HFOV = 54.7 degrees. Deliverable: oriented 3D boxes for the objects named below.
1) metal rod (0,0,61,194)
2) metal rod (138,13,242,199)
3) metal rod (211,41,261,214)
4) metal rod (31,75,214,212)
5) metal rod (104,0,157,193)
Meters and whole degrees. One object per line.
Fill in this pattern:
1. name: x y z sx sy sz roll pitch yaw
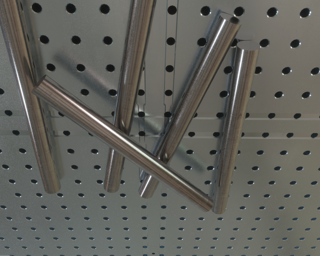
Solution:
1. metal rod: -0.159 -0.019 0.392 0.025 0.025 0.298 3 130 -3
2. metal rod: 0.025 -0.004 0.408 0.025 0.025 0.298 14 129 -12
3. metal rod: 0.098 0.024 0.433 0.025 0.025 0.298 -1 130 0
4. metal rod: -0.029 0.035 0.407 0.025 0.025 0.301 -35 122 26
5. metal rod: -0.046 -0.019 0.394 0.025 0.025 0.298 9 130 -8
